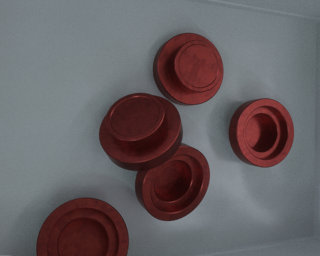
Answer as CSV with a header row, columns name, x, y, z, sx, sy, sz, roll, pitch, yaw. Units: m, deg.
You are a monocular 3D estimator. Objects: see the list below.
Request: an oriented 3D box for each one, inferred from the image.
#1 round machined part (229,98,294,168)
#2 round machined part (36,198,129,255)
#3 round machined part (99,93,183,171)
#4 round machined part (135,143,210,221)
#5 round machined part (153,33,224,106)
name,x,y,z,sx,sy,sz,roll,pitch,yaw
round machined part,0.143,0.007,0.454,0.099,0.042,0.097,0,90,-20
round machined part,-0.088,0.133,0.357,0.099,0.042,0.098,8,63,-16
round machined part,-0.024,-0.003,0.362,0.098,0.098,0.042,-40,146,-16
round machined part,0.012,0.065,0.397,0.099,0.042,0.097,-8,107,-28
round machined part,0.044,-0.080,0.417,0.099,0.042,0.097,0,90,-20
